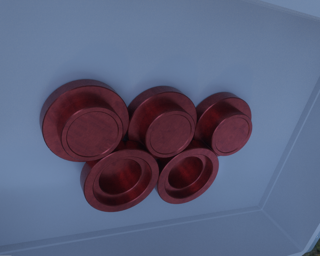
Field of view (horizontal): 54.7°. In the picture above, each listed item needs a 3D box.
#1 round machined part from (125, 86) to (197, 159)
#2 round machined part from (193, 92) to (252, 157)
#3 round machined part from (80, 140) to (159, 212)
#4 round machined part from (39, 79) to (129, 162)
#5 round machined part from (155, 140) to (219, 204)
[{"bbox_3d":[0.005,-0.001,0.397,0.099,0.042,0.097,-13,123,-21],"label":"round machined part"},{"bbox_3d":[0.092,0.001,0.445,0.099,0.042,0.097,-13,123,-21],"label":"round machined part"},{"bbox_3d":[-0.054,0.057,0.401,0.099,0.042,0.097,-14,124,-21],"label":"round machined part"},{"bbox_3d":[-0.081,-0.002,0.349,0.099,0.042,0.097,-14,124,-22],"label":"round machined part"},{"bbox_3d":[0.032,0.059,0.449,0.099,0.042,0.097,-14,124,-21],"label":"round machined part"}]
